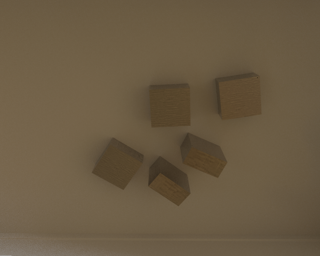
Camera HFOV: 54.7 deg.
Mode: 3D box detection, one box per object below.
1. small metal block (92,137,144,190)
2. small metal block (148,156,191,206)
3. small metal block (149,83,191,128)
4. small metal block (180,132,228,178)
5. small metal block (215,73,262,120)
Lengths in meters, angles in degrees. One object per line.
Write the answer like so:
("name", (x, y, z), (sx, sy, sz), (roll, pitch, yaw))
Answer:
("small metal block", (-0.058, 0.050, 0.429), (0.050, 0.025, 0.050), (32, 107, -12))
("small metal block", (0.012, 0.072, 0.425), (0.050, 0.050, 0.025), (36, 106, -13))
("small metal block", (0.013, -0.029, 0.401), (0.050, 0.025, 0.050), (-3, 110, 0))
("small metal block", (0.057, 0.035, 0.412), (0.050, 0.050, 0.025), (23, 108, -9))
("small metal block", (0.100, -0.041, 0.398), (0.050, 0.025, 0.050), (-8, 110, 2))
